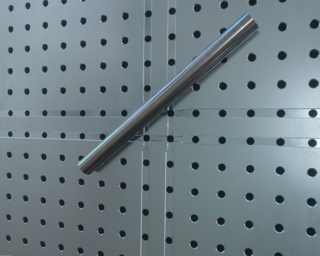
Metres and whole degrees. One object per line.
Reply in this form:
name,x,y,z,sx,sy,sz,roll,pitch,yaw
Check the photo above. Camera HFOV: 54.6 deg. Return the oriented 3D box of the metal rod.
metal rod,0.001,-0.036,0.412,0.299,0.025,0.025,-40,77,15
